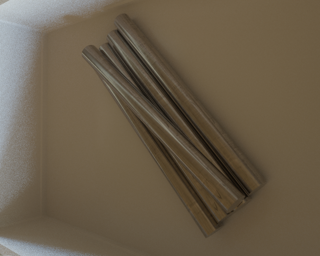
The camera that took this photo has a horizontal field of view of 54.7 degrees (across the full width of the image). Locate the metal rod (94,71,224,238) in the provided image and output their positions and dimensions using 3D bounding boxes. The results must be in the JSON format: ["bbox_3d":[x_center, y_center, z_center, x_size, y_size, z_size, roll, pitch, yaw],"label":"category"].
[{"bbox_3d":[-0.016,0.009,0.419,0.025,0.025,0.300,-50,61,28],"label":"metal rod"}]

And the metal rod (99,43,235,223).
[{"bbox_3d":[-0.004,-0.011,0.409,0.025,0.025,0.300,-50,61,28],"label":"metal rod"}]

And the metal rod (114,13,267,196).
[{"bbox_3d":[0.023,-0.046,0.387,0.025,0.025,0.300,-50,61,28],"label":"metal rod"}]

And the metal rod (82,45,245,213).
[{"bbox_3d":[-0.014,-0.018,0.383,0.300,0.025,0.025,46,118,30],"label":"metal rod"}]

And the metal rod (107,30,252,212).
[{"bbox_3d":[0.010,-0.027,0.397,0.025,0.025,0.300,-50,61,28],"label":"metal rod"}]
